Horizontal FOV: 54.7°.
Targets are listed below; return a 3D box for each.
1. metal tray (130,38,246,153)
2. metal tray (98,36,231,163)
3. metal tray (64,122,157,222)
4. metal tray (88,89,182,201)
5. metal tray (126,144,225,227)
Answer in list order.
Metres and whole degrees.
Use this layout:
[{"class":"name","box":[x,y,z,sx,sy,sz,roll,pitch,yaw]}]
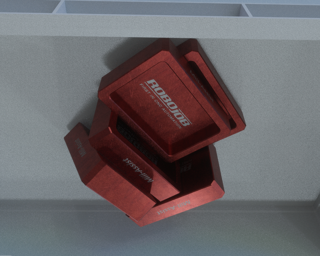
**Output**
[{"class":"metal tray","box":[0.036,-0.032,0.379,0.090,0.030,0.130,-26,125,22]},{"class":"metal tray","box":[0.008,-0.024,0.344,0.090,0.030,0.130,-29,124,22]},{"class":"metal tray","box":[-0.065,0.049,0.381,0.030,0.130,0.090,-47,121,-3]},{"class":"metal tray","box":[-0.024,0.019,0.379,0.030,0.090,0.130,-30,124,22]},{"class":"metal tray","box":[0.017,0.072,0.426,0.130,0.090,0.030,-26,126,20]}]
